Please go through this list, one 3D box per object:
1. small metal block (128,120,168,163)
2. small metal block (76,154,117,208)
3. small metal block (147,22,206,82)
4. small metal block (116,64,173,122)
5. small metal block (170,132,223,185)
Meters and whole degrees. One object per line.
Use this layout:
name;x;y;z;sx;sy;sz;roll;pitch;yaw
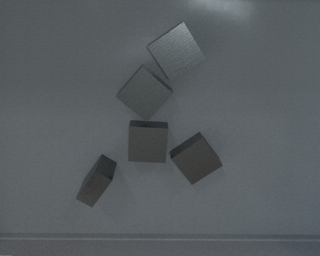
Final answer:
small metal block;-0.016;0.018;0.418;0.050;0.025;0.050;3;110;-2
small metal block;-0.086;0.071;0.423;0.025;0.050;0.050;33;107;-12
small metal block;0.020;-0.093;0.377;0.050;0.025;0.050;-32;107;10
small metal block;-0.019;-0.045;0.395;0.050;0.025;0.050;40;105;-14
small metal block;0.050;0.042;0.428;0.050;0.025;0.050;-35;107;11
